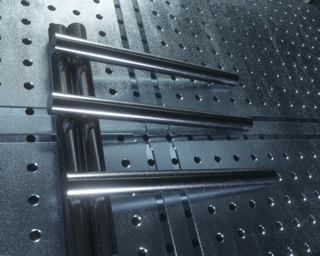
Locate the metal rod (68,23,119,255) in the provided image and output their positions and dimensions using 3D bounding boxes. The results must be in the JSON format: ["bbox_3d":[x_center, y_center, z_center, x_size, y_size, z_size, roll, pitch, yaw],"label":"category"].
[{"bbox_3d":[-0.084,-0.005,0.366,0.025,0.025,0.299,1,61,-28],"label":"metal rod"}]

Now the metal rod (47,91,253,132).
[{"bbox_3d":[0.011,-0.016,0.406,0.302,0.025,0.025,5,60,-33],"label":"metal rod"}]

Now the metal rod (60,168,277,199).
[{"bbox_3d":[0.036,0.062,0.373,0.302,0.025,0.025,4,60,-34],"label":"metal rod"}]

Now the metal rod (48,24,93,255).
[{"bbox_3d":[-0.105,0.001,0.351,0.025,0.025,0.299,1,61,-28],"label":"metal rod"}]

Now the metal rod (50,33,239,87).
[{"bbox_3d":[0.000,-0.091,0.447,0.302,0.025,0.025,4,60,-33],"label":"metal rod"}]
